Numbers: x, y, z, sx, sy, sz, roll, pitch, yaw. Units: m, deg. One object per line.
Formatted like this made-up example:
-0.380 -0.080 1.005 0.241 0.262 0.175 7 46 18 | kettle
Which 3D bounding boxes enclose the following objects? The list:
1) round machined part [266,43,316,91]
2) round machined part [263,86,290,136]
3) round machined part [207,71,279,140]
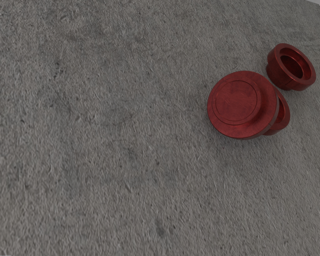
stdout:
0.244 -0.110 0.591 0.099 0.042 0.098 14 56 -21 | round machined part
0.154 -0.031 0.494 0.099 0.042 0.098 14 56 -21 | round machined part
0.112 -0.034 0.433 0.042 0.098 0.098 18 47 -59 | round machined part
